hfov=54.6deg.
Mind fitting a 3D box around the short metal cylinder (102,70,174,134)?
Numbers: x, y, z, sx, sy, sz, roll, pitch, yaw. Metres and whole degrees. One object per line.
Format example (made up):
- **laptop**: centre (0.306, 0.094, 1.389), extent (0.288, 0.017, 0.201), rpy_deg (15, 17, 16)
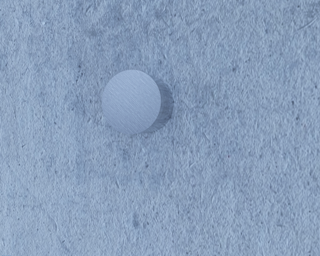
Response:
- **short metal cylinder**: centre (-0.028, -0.032, 0.406), extent (0.080, 0.050, 0.080), rpy_deg (0, 90, 20)
